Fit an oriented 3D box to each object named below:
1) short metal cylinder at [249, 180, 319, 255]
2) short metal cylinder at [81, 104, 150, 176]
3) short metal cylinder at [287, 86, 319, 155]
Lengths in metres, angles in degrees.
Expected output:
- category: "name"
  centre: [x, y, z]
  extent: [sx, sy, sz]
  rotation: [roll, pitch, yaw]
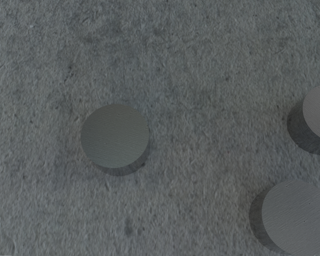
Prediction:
- category: "short metal cylinder"
  centre: [0.150, 0.104, 0.359]
  extent: [0.081, 0.050, 0.080]
  rotation: [0, 70, 0]
- category: "short metal cylinder"
  centre: [-0.053, 0.016, 0.388]
  extent: [0.081, 0.050, 0.080]
  rotation: [0, 70, 0]
- category: "short metal cylinder"
  centre: [0.215, -0.010, 0.401]
  extent: [0.081, 0.050, 0.080]
  rotation: [0, 70, 0]
